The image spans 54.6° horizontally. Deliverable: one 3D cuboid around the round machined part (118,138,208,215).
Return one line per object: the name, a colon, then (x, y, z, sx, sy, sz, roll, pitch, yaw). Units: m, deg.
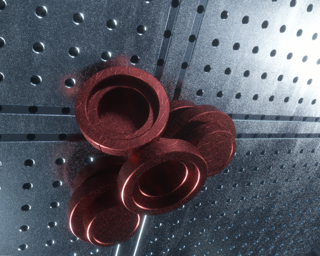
round machined part: (0.000, 0.050, 0.347, 0.099, 0.042, 0.097, -13, 131, -15)

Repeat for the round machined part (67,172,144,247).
round machined part: (-0.059, 0.105, 0.377, 0.099, 0.042, 0.097, -14, 124, -21)

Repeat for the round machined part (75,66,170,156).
round machined part: (-0.040, -0.016, 0.343, 0.099, 0.098, 0.042, -25, 163, -13)

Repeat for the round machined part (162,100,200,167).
round machined part: (0.026, 0.017, 0.397, 0.099, 0.042, 0.097, -14, 124, -21)

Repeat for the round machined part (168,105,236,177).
round machined part: (0.055, 0.023, 0.388, 0.099, 0.042, 0.097, -14, 124, -21)

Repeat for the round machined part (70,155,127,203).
round machined part: (-0.059, 0.086, 0.393, 0.099, 0.042, 0.097, -14, 124, -21)
